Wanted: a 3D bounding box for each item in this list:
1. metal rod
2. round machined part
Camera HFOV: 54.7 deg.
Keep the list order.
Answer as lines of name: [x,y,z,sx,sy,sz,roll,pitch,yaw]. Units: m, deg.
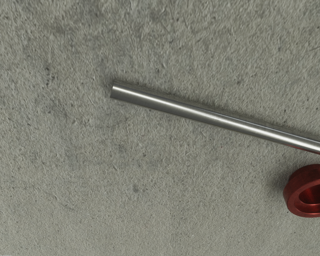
metal rod: [0.086,-0.010,0.399,0.302,0.025,0.025,14,129,-13]
round machined part: [0.241,0.093,0.479,0.099,0.042,0.097,-1,130,0]
